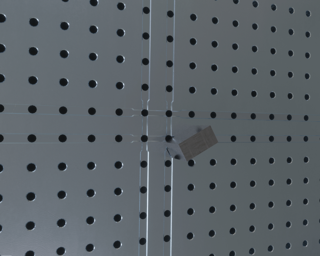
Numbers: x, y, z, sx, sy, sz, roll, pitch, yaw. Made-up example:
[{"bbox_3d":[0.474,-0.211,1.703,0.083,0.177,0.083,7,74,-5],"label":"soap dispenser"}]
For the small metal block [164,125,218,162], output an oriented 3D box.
[{"bbox_3d":[0.040,0.019,0.414,0.050,0.050,0.025,-29,100,-18],"label":"small metal block"}]
